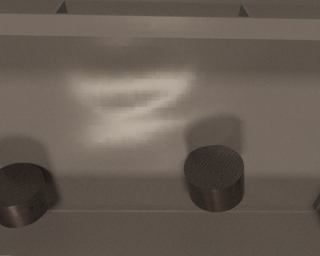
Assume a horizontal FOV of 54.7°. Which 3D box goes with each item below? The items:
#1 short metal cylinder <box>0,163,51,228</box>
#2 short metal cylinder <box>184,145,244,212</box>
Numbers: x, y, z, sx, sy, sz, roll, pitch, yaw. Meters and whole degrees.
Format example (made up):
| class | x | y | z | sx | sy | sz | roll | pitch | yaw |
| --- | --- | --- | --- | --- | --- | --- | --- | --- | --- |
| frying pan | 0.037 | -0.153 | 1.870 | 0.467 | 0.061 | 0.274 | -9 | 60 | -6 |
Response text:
| class | x | y | z | sx | sy | sz | roll | pitch | yaw |
| --- | --- | --- | --- | --- | --- | --- | --- | --- | --- |
| short metal cylinder | -0.207 | 0.097 | 0.453 | 0.081 | 0.080 | 0.050 | 0 | 130 | -1 |
| short metal cylinder | 0.077 | 0.070 | 0.434 | 0.080 | 0.080 | 0.050 | -9 | 130 | 7 |
